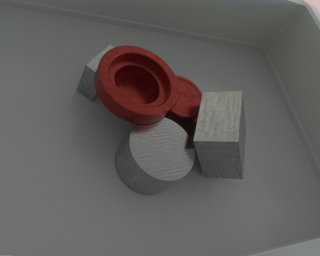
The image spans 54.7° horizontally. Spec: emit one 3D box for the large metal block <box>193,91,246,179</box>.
[{"bbox_3d":[0.081,0.010,0.399,0.050,0.080,0.080,0,50,20],"label":"large metal block"}]

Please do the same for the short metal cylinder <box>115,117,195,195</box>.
[{"bbox_3d":[-0.007,0.033,0.365,0.081,0.050,0.080,14,56,-21],"label":"short metal cylinder"}]

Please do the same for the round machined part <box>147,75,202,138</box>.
[{"bbox_3d":[0.021,-0.033,0.424,0.099,0.042,0.098,14,56,-21],"label":"round machined part"}]

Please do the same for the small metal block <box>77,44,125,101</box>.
[{"bbox_3d":[-0.074,-0.069,0.390,0.025,0.050,0.050,38,51,-3],"label":"small metal block"}]

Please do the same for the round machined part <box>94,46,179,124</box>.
[{"bbox_3d":[-0.030,-0.047,0.369,0.099,0.042,0.098,14,56,-21],"label":"round machined part"}]
